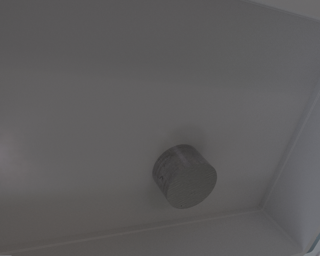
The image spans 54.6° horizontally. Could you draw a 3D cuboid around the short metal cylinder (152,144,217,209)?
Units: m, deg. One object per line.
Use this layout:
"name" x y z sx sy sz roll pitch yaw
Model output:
"short metal cylinder" 0.036 0.071 0.455 0.081 0.050 0.080 -14 124 -21
